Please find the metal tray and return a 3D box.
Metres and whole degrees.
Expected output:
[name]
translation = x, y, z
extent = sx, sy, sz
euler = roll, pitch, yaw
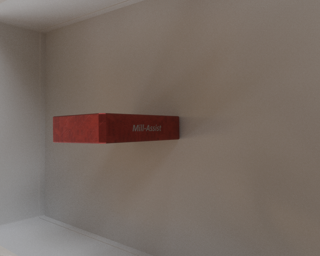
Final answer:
[metal tray]
translation = -0.049, 0.001, 0.377
extent = 0.090, 0.131, 0.030
euler = -1, 89, 40
